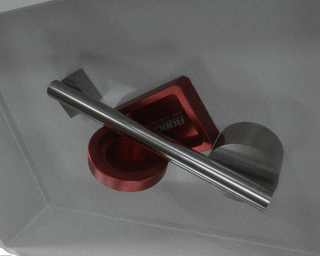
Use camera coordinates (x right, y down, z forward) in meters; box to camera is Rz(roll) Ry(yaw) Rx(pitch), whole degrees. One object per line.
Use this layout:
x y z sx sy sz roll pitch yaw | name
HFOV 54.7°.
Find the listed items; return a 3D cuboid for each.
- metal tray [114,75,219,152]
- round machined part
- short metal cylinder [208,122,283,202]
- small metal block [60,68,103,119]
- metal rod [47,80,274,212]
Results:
-0.002 -0.002 0.401 0.130 0.030 0.090 -21 108 35 | metal tray
-0.040 0.039 0.386 0.098 0.098 0.042 25 135 12 | round machined part
0.099 0.040 0.362 0.080 0.050 0.079 13 124 20 | short metal cylinder
-0.119 -0.048 0.437 0.050 0.025 0.050 -24 106 36 | small metal block
-0.015 0.011 0.367 0.301 0.025 0.025 27 128 19 | metal rod
